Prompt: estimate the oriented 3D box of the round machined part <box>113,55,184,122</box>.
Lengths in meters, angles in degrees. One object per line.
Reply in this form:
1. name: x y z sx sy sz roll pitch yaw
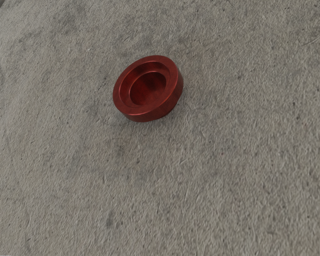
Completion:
1. round machined part: -0.013 -0.050 0.431 0.098 0.042 0.098 -13 56 21
